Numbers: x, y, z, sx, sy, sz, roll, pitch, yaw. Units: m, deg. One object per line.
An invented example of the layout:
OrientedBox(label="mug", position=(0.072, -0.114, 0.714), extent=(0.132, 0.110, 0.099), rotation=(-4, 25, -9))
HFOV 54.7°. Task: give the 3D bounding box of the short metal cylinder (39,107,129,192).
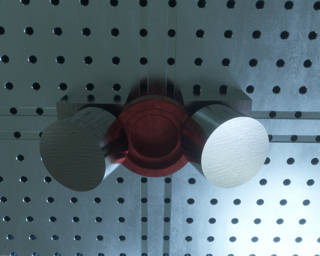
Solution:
OrientedBox(label="short metal cylinder", position=(-0.082, 0.022, 0.340), extent=(0.080, 0.050, 0.079), rotation=(8, 113, 20))

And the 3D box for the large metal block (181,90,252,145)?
OrientedBox(label="large metal block", position=(0.068, -0.004, 0.399), extent=(0.080, 0.050, 0.079), rotation=(-1, 110, 0))

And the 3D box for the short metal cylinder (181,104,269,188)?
OrientedBox(label="short metal cylinder", position=(0.070, 0.019, 0.340), extent=(0.081, 0.050, 0.079), rotation=(-7, 111, -19))

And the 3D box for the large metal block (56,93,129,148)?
OrientedBox(label="large metal block", position=(-0.082, 0.000, 0.399), extent=(0.081, 0.050, 0.079), rotation=(1, 110, -1))

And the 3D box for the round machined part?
OrientedBox(label="round machined part", position=(-0.007, 0.007, 0.375), extent=(0.099, 0.042, 0.097), rotation=(0, 110, 0))
